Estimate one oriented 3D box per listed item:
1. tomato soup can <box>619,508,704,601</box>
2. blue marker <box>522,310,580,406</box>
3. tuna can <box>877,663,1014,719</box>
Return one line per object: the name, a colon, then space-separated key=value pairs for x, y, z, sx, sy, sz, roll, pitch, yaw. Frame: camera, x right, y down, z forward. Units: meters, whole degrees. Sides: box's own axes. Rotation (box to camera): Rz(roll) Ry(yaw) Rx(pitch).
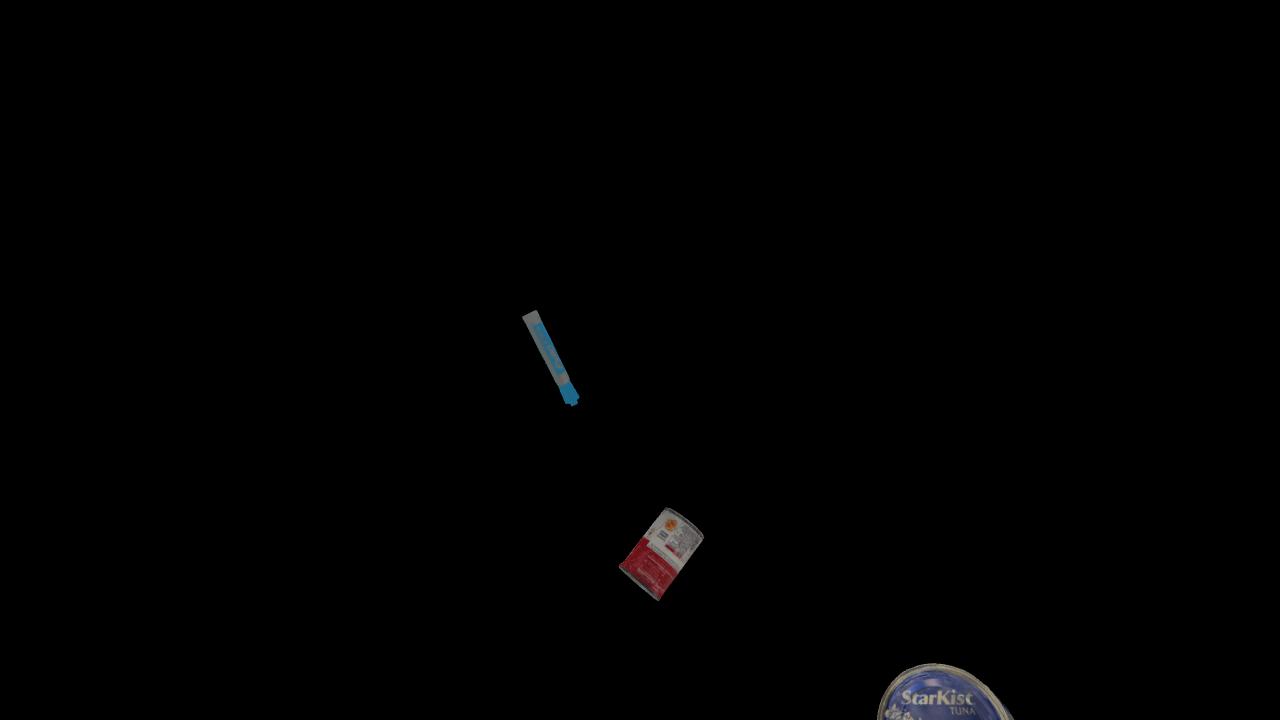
tomato soup can: x=0.029 y=0.254 z=0.813 sx=0.068 sy=0.101 sz=0.068 roll=36 pitch=-18 yaw=14
blue marker: x=-0.103 y=0.000 z=0.724 sx=0.020 sy=0.121 sz=0.020 roll=-24 pitch=10 yaw=4
tuna can: x=0.204 y=0.249 z=0.405 sx=0.084 sy=0.084 sz=0.034 roll=0 pitch=-34 yaw=47
